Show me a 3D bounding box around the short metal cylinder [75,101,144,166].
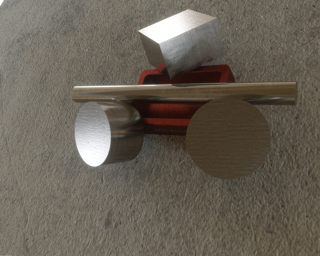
[{"bbox_3d":[-0.066,0.006,0.396,0.080,0.050,0.079,4,96,45],"label":"short metal cylinder"}]

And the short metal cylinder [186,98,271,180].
[{"bbox_3d":[0.069,0.012,0.325,0.080,0.050,0.080,-1,84,9],"label":"short metal cylinder"}]

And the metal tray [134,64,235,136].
[{"bbox_3d":[0.026,-0.036,0.411,0.130,0.030,0.090,2,63,29],"label":"metal tray"}]

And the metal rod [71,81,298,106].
[{"bbox_3d":[0.008,-0.043,0.389,0.300,0.025,0.025,3,63,29],"label":"metal rod"}]

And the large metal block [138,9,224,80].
[{"bbox_3d":[0.027,-0.116,0.418,0.080,0.050,0.080,-26,34,-9],"label":"large metal block"}]
